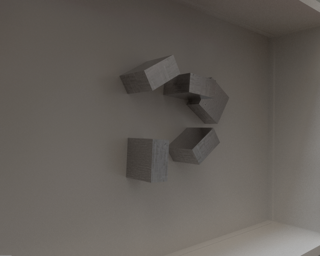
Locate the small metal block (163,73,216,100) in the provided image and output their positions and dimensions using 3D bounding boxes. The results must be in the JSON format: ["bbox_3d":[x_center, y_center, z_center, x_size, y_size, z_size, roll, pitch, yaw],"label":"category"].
[{"bbox_3d":[0.041,-0.056,0.426,0.050,0.050,0.025,7,86,-40],"label":"small metal block"}]

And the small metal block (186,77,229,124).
[{"bbox_3d":[0.074,-0.041,0.471,0.050,0.025,0.050,42,65,-33],"label":"small metal block"}]

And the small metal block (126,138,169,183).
[{"bbox_3d":[-0.016,0.038,0.379,0.025,0.050,0.050,4,88,-40],"label":"small metal block"}]

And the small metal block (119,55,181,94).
[{"bbox_3d":[-0.012,-0.066,0.382,0.050,0.050,0.025,-36,113,-34],"label":"small metal block"}]

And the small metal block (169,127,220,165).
[{"bbox_3d":[0.046,0.024,0.431,0.050,0.050,0.025,-41,116,-32],"label":"small metal block"}]
